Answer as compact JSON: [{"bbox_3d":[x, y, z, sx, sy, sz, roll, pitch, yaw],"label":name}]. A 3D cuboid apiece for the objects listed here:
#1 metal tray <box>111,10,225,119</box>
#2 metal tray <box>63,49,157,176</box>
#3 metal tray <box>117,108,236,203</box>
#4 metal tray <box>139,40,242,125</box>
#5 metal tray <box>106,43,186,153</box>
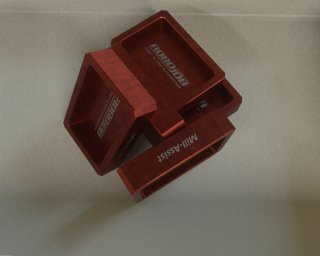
[{"bbox_3d":[0.009,-0.083,0.404,0.090,0.030,0.130,-35,73,-12],"label":"metal tray"},{"bbox_3d":[-0.064,-0.014,0.358,0.030,0.129,0.090,-25,69,-41],"label":"metal tray"},{"bbox_3d":[0.018,0.036,0.361,0.131,0.090,0.030,-31,73,-11],"label":"metal tray"},{"bbox_3d":[0.037,-0.058,0.428,0.090,0.030,0.130,-33,73,-10],"label":"metal tray"},{"bbox_3d":[-0.023,-0.031,0.384,0.030,0.090,0.130,-35,74,-12],"label":"metal tray"}]
